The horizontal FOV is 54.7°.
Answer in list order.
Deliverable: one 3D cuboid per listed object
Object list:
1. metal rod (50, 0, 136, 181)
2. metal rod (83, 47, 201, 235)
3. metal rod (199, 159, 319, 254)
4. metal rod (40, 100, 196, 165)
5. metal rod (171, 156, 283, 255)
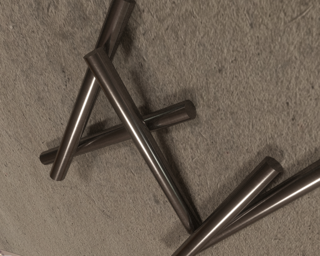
[{"bbox_3d":[-0.101,-0.033,0.417,0.025,0.025,0.298,34,123,6],"label":"metal rod"},{"bbox_3d":[-0.010,0.035,0.405,0.025,0.025,0.299,-9,122,32],"label":"metal rod"},{"bbox_3d":[0.127,0.107,0.405,0.025,0.025,0.298,41,129,0],"label":"metal rod"},{"bbox_3d":[-0.081,0.015,0.456,0.300,0.025,0.025,-18,109,34],"label":"metal rod"},{"bbox_3d":[0.065,0.149,0.440,0.025,0.025,0.298,35,121,4],"label":"metal rod"}]
